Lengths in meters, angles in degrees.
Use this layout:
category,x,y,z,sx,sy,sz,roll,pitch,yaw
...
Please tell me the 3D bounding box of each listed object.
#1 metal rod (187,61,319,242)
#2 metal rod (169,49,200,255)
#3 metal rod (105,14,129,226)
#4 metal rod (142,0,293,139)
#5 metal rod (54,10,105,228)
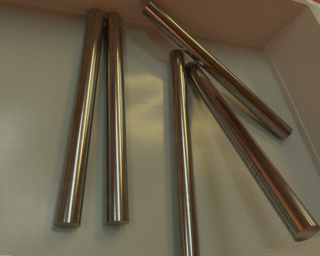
category,x,y,z,sx,sy,sz,roll,pitch,yaw
metal rod,0.089,-0.001,0.382,0.025,0.025,0.300,7,36,-25
metal rod,0.029,0.013,0.412,0.025,0.025,0.299,13,56,-21
metal rod,-0.057,-0.031,0.393,0.025,0.025,0.299,9,58,-24
metal rod,0.095,-0.084,0.483,0.300,0.025,0.025,39,51,-11
metal rod,-0.092,-0.034,0.376,0.025,0.025,0.299,13,56,-21
